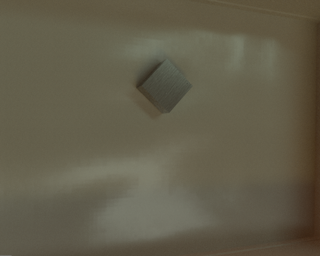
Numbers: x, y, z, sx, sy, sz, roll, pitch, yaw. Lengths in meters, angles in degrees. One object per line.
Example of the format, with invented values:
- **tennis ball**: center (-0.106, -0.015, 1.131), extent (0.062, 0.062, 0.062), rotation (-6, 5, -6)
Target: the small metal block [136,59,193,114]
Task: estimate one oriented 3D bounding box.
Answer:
- **small metal block**: center (0.006, -0.055, 0.412), extent (0.050, 0.025, 0.050), rotation (44, 76, -15)
